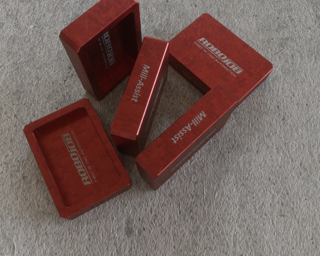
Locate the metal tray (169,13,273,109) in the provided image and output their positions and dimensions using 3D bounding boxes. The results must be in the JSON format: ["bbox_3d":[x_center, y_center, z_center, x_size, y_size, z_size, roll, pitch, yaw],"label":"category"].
[{"bbox_3d":[0.081,-0.094,0.442,0.090,0.030,0.130,-43,76,-14],"label":"metal tray"}]

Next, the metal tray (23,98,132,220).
[{"bbox_3d":[-0.103,0.037,0.392,0.090,0.030,0.130,-27,73,-10],"label":"metal tray"}]

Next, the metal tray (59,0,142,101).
[{"bbox_3d":[-0.065,-0.097,0.388,0.030,0.130,0.090,42,75,13],"label":"metal tray"}]

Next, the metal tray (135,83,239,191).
[{"bbox_3d":[0.031,0.014,0.370,0.130,0.090,0.030,-42,76,-14],"label":"metal tray"}]

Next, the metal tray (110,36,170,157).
[{"bbox_3d":[-0.021,-0.035,0.387,0.030,0.090,0.130,16,71,5],"label":"metal tray"}]
